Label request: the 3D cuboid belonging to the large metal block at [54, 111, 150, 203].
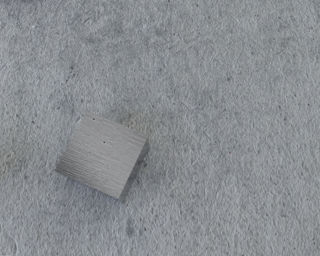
[{"bbox_3d":[-0.067,0.037,0.381,0.080,0.050,0.080,22,71,8],"label":"large metal block"}]
